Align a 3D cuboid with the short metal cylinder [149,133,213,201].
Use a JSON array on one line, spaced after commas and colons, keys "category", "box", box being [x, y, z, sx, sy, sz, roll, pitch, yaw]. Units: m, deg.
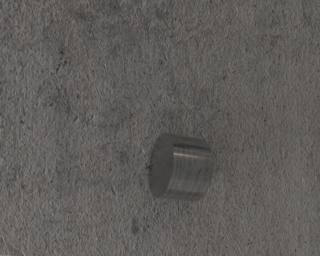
[{"category": "short metal cylinder", "box": [0.023, 0.049, 0.388, 0.050, 0.080, 0.080, 10, 87, -20]}]
